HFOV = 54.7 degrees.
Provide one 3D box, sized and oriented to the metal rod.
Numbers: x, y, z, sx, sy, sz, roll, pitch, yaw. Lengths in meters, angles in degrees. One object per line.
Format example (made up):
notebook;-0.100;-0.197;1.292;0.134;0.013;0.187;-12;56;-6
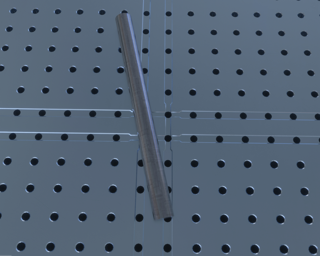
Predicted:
metal rod;-0.025;-0.029;0.421;0.025;0.025;0.299;-11;70;-4
